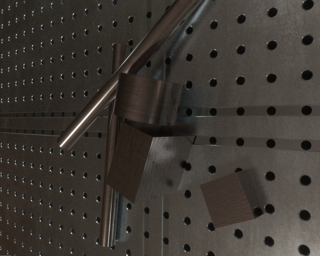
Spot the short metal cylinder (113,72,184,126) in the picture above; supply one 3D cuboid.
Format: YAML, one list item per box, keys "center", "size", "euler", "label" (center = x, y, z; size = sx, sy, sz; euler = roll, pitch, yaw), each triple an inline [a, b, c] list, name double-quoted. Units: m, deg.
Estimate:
- center: [-0.014, -0.037, 0.383]
  size: [0.080, 0.081, 0.050]
  euler: [18, 102, 38]
  label: "short metal cylinder"

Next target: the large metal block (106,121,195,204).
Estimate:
- center: [-0.011, 0.038, 0.380]
  size: [0.050, 0.081, 0.079]
  euler: [26, 106, 37]
  label: "large metal block"

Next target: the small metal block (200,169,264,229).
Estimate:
- center: [0.079, 0.079, 0.343]
  size: [0.050, 0.025, 0.050]
  euler: [-29, 72, 36]
  label: "small metal block"

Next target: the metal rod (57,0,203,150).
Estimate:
- center: [-0.047, -0.074, 0.419]
  size: [0.299, 0.025, 0.025]
  euler: [-44, 63, 21]
  label: "metal rod"

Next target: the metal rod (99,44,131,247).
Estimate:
- center: [-0.068, 0.028, 0.462]
  size: [0.025, 0.025, 0.298]
  euler: [8, 95, 39]
  label: "metal rod"
